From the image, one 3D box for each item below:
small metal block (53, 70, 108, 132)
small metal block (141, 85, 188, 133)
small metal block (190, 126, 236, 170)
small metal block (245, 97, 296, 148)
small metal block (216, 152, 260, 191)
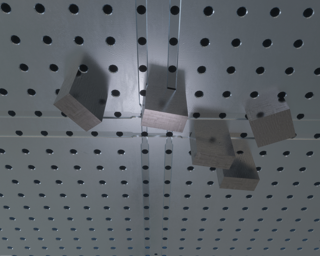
[{"bbox_3d":[-0.092,-0.032,0.367,0.025,0.050,0.050,-30,124,23],"label":"small metal block"},{"bbox_3d":[0.005,-0.024,0.375,0.050,0.050,0.025,10,129,-8],"label":"small metal block"},{"bbox_3d":[0.069,0.026,0.418,0.050,0.050,0.025,8,130,-7],"label":"small metal block"},{"bbox_3d":[0.145,-0.006,0.407,0.050,0.025,0.050,-19,128,15],"label":"small metal block"},{"bbox_3d":[0.110,0.061,0.448,0.050,0.050,0.025,6,130,-5],"label":"small metal block"}]
